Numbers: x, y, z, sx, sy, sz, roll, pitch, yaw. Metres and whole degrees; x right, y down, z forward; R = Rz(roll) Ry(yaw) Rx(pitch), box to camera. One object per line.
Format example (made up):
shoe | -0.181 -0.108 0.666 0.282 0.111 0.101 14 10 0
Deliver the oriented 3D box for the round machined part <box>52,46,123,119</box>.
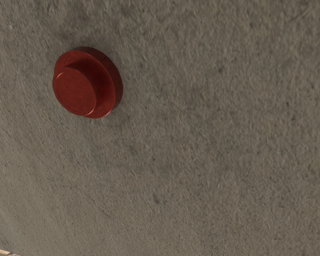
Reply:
round machined part | -0.103 -0.055 0.414 0.098 0.042 0.097 13 124 20
